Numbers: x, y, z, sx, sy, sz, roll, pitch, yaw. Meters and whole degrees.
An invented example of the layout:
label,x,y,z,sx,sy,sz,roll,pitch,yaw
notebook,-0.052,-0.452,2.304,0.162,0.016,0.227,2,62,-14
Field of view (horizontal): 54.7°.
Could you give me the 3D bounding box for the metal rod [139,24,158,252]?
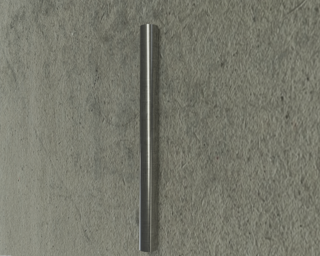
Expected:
label,x,y,z,sx,sy,sz,roll,pitch,yaw
metal rod,-0.015,0.013,0.417,0.025,0.025,0.298,0,90,39
